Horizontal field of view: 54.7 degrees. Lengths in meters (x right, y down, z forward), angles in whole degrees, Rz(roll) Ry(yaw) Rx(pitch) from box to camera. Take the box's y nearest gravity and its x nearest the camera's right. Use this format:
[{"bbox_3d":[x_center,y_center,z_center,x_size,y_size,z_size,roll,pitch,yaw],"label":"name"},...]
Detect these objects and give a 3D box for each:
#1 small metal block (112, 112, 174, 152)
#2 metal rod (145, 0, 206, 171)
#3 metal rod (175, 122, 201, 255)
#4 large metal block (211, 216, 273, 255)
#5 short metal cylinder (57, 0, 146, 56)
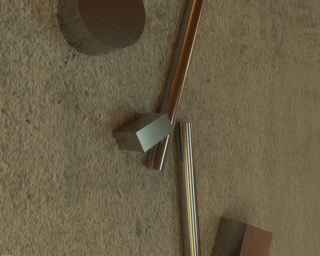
[{"bbox_3d":[-0.021,0.004,0.373,0.050,0.050,0.025,-35,112,-35],"label":"small metal block"},{"bbox_3d":[0.029,-0.089,0.430,0.025,0.025,0.299,23,75,-38],"label":"metal rod"},{"bbox_3d":[0.044,0.141,0.443,0.025,0.025,0.298,-7,95,-40],"label":"metal rod"},{"bbox_3d":[0.133,0.197,0.503,0.080,0.050,0.080,29,72,-37],"label":"large metal block"},{"bbox_3d":[-0.063,-0.122,0.337,0.081,0.050,0.079,0,90,-40],"label":"short metal cylinder"}]
